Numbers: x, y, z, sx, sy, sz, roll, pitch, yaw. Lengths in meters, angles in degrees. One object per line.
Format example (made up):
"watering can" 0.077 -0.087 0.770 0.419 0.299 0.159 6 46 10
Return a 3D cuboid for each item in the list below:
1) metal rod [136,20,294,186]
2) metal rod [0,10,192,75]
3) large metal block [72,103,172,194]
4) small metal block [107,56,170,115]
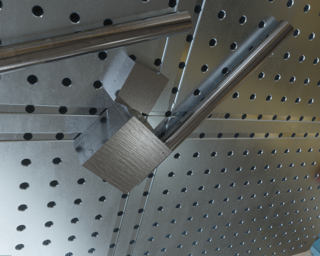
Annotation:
"metal rod" 0.067 -0.033 0.429 0.300 0.025 0.025 -45 130 2
"metal rod" -0.106 -0.077 0.305 0.302 0.025 0.025 -18 126 -18
"large metal block" -0.046 0.024 0.386 0.080 0.050 0.080 -44 130 2
"small metal block" -0.026 -0.050 0.368 0.050 0.025 0.050 21 107 -36
